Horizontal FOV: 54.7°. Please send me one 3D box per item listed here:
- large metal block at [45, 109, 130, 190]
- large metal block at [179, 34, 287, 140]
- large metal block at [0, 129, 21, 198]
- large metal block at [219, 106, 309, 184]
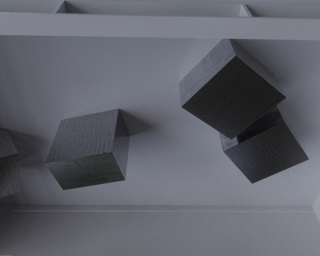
[{"bbox_3d":[-0.087,0.026,0.394,0.080,0.080,0.050,-10,130,8],"label":"large metal block"},{"bbox_3d":[0.080,-0.044,0.356,0.080,0.050,0.080,31,123,-24],"label":"large metal block"},{"bbox_3d":[-0.237,0.055,0.412,0.081,0.050,0.079,-16,140,-35],"label":"large metal block"},{"bbox_3d":[0.135,0.019,0.411,0.080,0.050,0.080,-30,124,23],"label":"large metal block"}]
